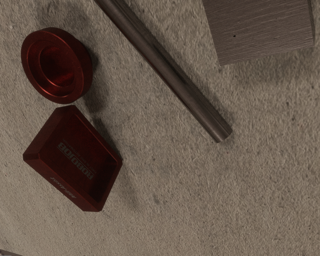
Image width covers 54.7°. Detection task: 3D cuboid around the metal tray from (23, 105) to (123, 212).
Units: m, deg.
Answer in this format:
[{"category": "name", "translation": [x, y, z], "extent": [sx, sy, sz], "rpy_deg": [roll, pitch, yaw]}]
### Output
[{"category": "metal tray", "translation": [-0.110, 0.044, 0.423], "extent": [0.030, 0.090, 0.130], "rpy_deg": [-7, 134, 31]}]

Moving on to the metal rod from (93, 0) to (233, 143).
[{"category": "metal rod", "translation": [-0.021, -0.102, 0.353], "extent": [0.300, 0.025, 0.025], "rpy_deg": [49, 128, -7]}]

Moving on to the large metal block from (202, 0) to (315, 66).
[{"category": "large metal block", "translation": [0.088, -0.109, 0.276], "extent": [0.080, 0.050, 0.080], "rpy_deg": [-7, 115, 31]}]

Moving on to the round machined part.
[{"category": "round machined part", "translation": [-0.130, -0.084, 0.410], "extent": [0.098, 0.042, 0.097], "rpy_deg": [13, 124, 20]}]
